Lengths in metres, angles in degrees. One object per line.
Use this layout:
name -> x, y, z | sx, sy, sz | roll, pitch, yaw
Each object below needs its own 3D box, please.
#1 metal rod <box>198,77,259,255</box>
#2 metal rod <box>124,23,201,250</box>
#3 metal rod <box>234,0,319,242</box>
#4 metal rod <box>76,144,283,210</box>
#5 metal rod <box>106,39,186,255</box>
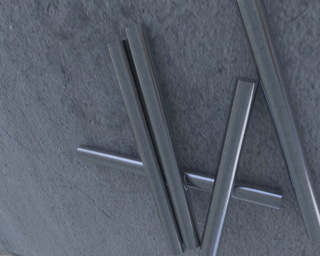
metal rod -> 0.076, 0.085, 0.385 | 0.025, 0.025, 0.298 | 15, 115, 19
metal rod -> 0.009, 0.023, 0.391 | 0.025, 0.025, 0.298 | -5, 109, 30
metal rod -> 0.138, 0.003, 0.335 | 0.025, 0.025, 0.299 | -11, 113, 32
metal rod -> 0.012, 0.063, 0.438 | 0.301, 0.025, 0.025 | 11, 123, 22
metal rod -> -0.013, 0.036, 0.408 | 0.025, 0.025, 0.298 | -7, 107, 31
